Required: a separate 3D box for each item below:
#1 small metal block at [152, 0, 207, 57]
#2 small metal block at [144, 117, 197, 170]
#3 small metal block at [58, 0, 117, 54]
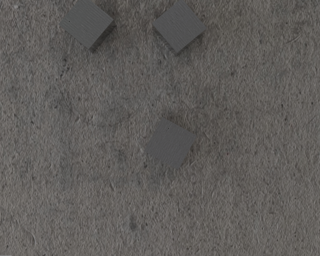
[{"bbox_3d":[0.025,-0.132,0.410,0.050,0.025,0.050,-40,90,0],"label":"small metal block"},{"bbox_3d":[0.014,0.020,0.410,0.050,0.025,0.050,29,90,0],"label":"small metal block"},{"bbox_3d":[-0.095,-0.136,0.409,0.050,0.025,0.050,40,90,0],"label":"small metal block"}]
